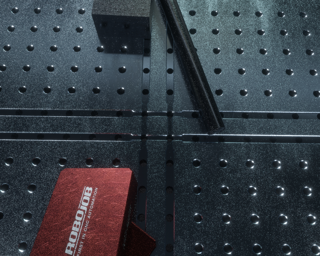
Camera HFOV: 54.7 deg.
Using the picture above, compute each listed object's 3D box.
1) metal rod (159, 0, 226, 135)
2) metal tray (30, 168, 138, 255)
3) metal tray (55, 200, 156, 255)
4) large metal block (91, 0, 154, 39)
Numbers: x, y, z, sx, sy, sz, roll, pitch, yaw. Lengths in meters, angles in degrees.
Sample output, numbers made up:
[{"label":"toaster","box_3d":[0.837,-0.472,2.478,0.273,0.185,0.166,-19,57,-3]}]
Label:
[{"label":"metal rod","box_3d":[0.034,-0.131,0.459,0.025,0.025,0.299,-15,71,-6]},{"label":"metal tray","box_3d":[-0.080,0.106,0.338,0.090,0.030,0.130,-1,48,10]},{"label":"metal tray","box_3d":[-0.077,0.157,0.351,0.090,0.030,0.130,36,74,12]},{"label":"large metal block","box_3d":[-0.053,-0.185,0.465,0.080,0.050,0.080,3,70,1]}]
